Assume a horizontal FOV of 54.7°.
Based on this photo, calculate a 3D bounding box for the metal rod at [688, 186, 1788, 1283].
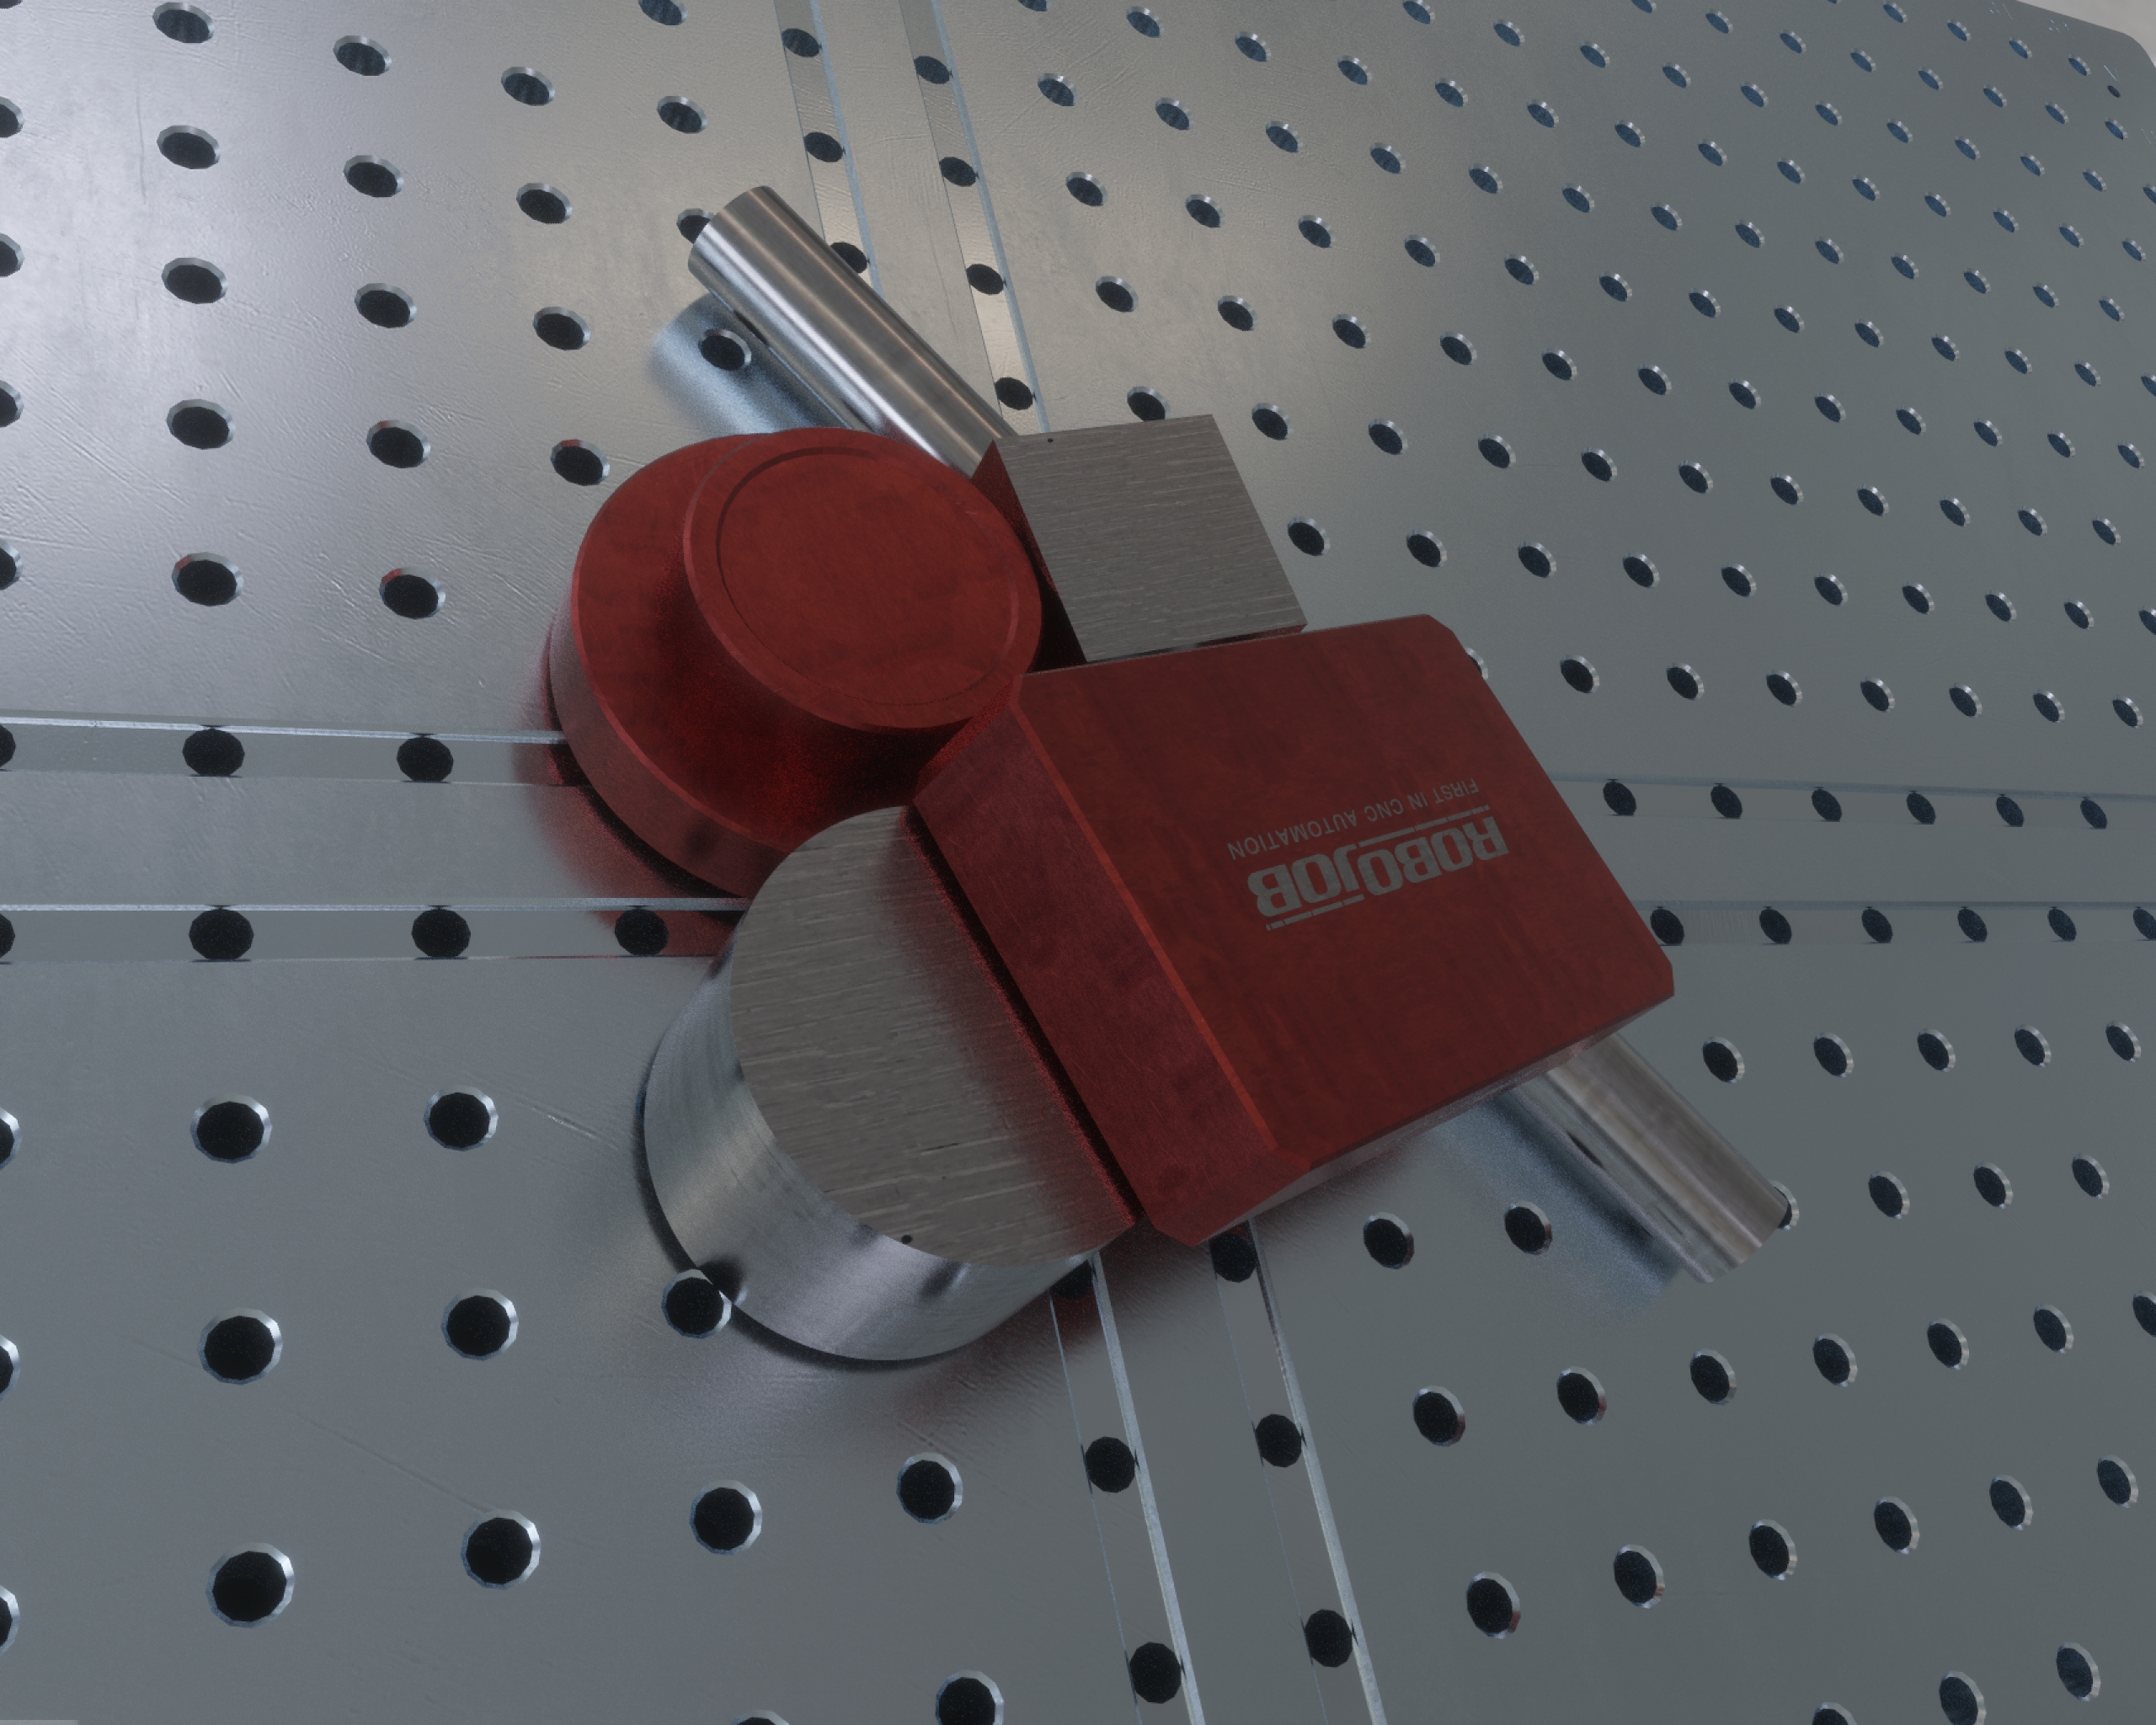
[{"bbox_3d":[0.031,-0.029,0.438,0.300,0.025,0.025,45,51,3],"label":"metal rod"}]

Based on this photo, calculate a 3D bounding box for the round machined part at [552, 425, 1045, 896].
[{"bbox_3d":[-0.046,-0.043,0.393,0.099,0.042,0.098,13,57,-20],"label":"round machined part"}]

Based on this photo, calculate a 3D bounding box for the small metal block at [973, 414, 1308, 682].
[{"bbox_3d":[0.010,-0.059,0.415,0.050,0.025,0.050,-13,71,-28],"label":"small metal block"}]

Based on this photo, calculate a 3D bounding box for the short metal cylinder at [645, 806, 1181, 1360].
[{"bbox_3d":[-0.026,0.037,0.350,0.081,0.050,0.080,14,56,-21],"label":"short metal cylinder"}]

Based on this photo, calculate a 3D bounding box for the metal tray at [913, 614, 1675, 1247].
[{"bbox_3d":[0.044,0.005,0.371,0.131,0.030,0.090,-14,69,-47],"label":"metal tray"}]
